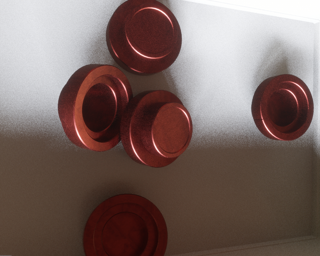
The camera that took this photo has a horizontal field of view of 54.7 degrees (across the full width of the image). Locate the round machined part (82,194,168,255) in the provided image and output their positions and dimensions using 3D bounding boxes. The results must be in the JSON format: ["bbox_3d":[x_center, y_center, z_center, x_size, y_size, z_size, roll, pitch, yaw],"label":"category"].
[{"bbox_3d":[-0.044,0.132,0.376,0.099,0.042,0.098,6,70,-16],"label":"round machined part"}]

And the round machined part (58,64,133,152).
[{"bbox_3d":[-0.077,-0.024,0.357,0.099,0.042,0.097,-23,117,-55],"label":"round machined part"}]

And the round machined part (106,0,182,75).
[{"bbox_3d":[-0.016,-0.119,0.396,0.099,0.042,0.097,0,90,-21],"label":"round machined part"}]

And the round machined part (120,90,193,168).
[{"bbox_3d":[0.003,0.001,0.387,0.099,0.042,0.097,-4,96,-41],"label":"round machined part"}]

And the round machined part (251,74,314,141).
[{"bbox_3d":[0.179,-0.030,0.470,0.099,0.042,0.097,0,90,-21],"label":"round machined part"}]
